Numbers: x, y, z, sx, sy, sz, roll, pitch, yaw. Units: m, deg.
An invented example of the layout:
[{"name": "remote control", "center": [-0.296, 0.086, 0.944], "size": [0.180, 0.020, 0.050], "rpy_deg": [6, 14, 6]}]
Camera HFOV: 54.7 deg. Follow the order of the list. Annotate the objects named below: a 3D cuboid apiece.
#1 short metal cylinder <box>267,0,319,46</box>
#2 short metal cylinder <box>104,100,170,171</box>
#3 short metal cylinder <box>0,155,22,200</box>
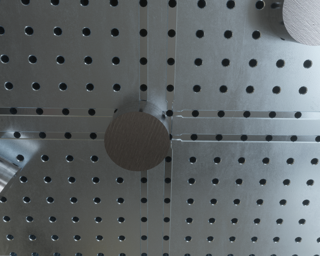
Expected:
[{"name": "short metal cylinder", "center": [0.170, -0.137, 0.351], "size": [0.081, 0.050, 0.079], "rpy_deg": [0, 110, 0]}, {"name": "short metal cylinder", "center": [-0.028, 0.009, 0.403], "size": [0.081, 0.050, 0.079], "rpy_deg": [0, 110, 0]}, {"name": "short metal cylinder", "center": [-0.230, 0.073, 0.409], "size": [0.050, 0.080, 0.080], "rpy_deg": [35, 106, -12]}]
